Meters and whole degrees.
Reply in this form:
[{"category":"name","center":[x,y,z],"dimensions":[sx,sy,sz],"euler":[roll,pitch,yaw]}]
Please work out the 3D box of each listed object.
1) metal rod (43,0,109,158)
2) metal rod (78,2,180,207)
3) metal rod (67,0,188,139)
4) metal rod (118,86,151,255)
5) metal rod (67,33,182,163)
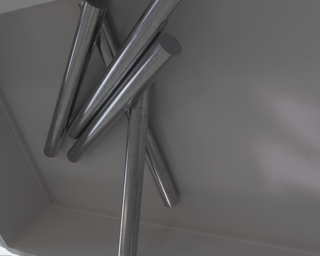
[{"category":"metal rod","center":[-0.126,-0.046,0.427],"dimensions":[0.025,0.025,0.298],"euler":[38,135,3]},{"category":"metal rod","center":[-0.033,-0.018,0.414],"dimensions":[0.025,0.025,0.299],"euler":[-8,115,31]},{"category":"metal rod","center":[-0.059,-0.055,0.369],"dimensions":[0.025,0.025,0.299],"euler":[46,140,-4]},{"category":"metal rod","center":[-0.035,0.081,0.399],"dimensions":[0.025,0.025,0.298],"euler":[8,97,24]},{"category":"metal rod","center":[-0.066,-0.016,0.400],"dimensions":[0.025,0.025,0.299],"euler":[46,139,-4]}]
